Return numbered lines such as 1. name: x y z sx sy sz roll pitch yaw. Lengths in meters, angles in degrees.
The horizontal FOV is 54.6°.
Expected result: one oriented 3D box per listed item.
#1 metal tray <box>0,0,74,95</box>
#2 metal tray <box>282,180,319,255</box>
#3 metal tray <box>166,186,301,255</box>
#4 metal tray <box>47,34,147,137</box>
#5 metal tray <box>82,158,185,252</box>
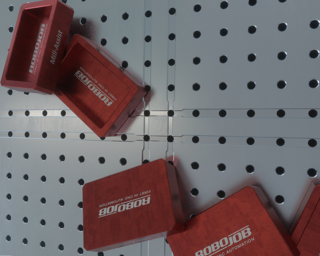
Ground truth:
1. metal tray: -0.180 -0.117 0.452 0.090 0.030 0.129 9 84 34
2. metal tray: 0.190 0.135 0.342 0.090 0.030 0.129 24 98 18
3. metal tray: 0.080 0.137 0.363 0.130 0.030 0.090 -37 63 22
4. metal tray: -0.095 -0.060 0.443 0.130 0.030 0.090 42 103 15
5. metal tray: -0.039 0.102 0.406 0.130 0.030 0.090 -20 59 19
